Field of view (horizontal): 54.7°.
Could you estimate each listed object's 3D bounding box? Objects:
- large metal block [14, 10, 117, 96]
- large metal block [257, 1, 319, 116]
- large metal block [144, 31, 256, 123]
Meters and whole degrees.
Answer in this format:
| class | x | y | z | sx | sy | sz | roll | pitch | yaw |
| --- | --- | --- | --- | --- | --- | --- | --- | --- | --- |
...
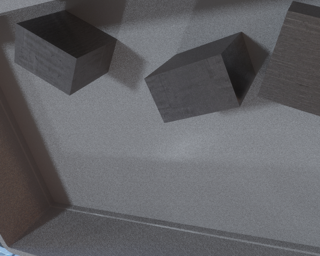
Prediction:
| class | x | y | z | sx | sy | sz | roll | pitch | yaw |
| --- | --- | --- | --- | --- | --- | --- | --- | --- | --- |
| large metal block | -0.112 | -0.094 | 0.374 | 0.080 | 0.080 | 0.050 | 31 | 128 | 8 |
| large metal block | 0.144 | -0.060 | 0.279 | 0.080 | 0.050 | 0.079 | 20 | 126 | 16 |
| large metal block | 0.044 | -0.052 | 0.317 | 0.080 | 0.080 | 0.050 | -12 | 112 | 33 |
